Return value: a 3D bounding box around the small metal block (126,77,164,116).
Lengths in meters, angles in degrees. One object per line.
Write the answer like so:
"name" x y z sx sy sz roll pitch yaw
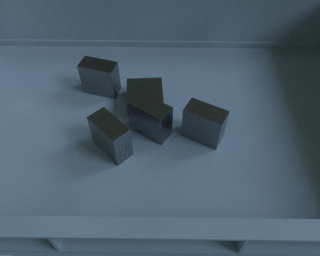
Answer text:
"small metal block" -0.021 -0.046 0.443 0.050 0.025 0.050 -2 50 -2

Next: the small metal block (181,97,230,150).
"small metal block" 0.056 -0.005 0.393 0.050 0.050 0.025 23 54 18

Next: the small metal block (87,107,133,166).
"small metal block" -0.060 0.010 0.379 0.025 0.050 0.050 -37 59 -26

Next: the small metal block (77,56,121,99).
"small metal block" -0.087 -0.073 0.449 0.050 0.050 0.025 13 51 10

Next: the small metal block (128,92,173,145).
"small metal block" -0.012 -0.012 0.399 0.050 0.050 0.025 27 55 21
